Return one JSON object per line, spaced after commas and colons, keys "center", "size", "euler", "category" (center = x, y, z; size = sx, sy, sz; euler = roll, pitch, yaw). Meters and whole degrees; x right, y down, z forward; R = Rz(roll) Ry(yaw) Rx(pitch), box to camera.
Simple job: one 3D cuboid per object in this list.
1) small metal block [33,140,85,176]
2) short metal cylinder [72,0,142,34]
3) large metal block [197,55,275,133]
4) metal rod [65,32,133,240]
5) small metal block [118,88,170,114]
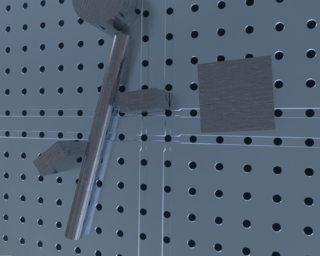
{"center": [-0.144, 0.042, 0.448], "size": [0.050, 0.050, 0.025], "euler": [-37, 79, 16], "category": "small metal block"}
{"center": [-0.071, -0.175, 0.423], "size": [0.080, 0.050, 0.079], "euler": [0, 90, 19], "category": "short metal cylinder"}
{"center": [0.091, -0.036, 0.367], "size": [0.080, 0.050, 0.079], "euler": [-3, 89, 19], "category": "large metal block"}
{"center": [-0.089, 0.015, 0.442], "size": [0.025, 0.025, 0.298], "euler": [17, 95, 19], "category": "metal rod"}
{"center": [-0.019, -0.034, 0.405], "size": [0.050, 0.050, 0.025], "euler": [-6, 88, 19], "category": "small metal block"}
